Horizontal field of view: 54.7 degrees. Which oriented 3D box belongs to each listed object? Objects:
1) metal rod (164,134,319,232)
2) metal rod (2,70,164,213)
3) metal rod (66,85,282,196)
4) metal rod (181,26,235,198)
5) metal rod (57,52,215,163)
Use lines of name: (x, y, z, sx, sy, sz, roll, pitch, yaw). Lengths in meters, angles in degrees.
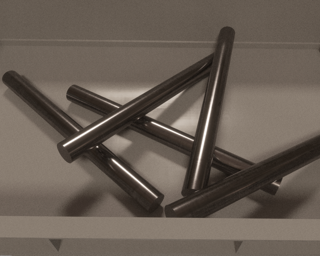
metal rod: (0.139, 0.039, 0.343, 0.302, 0.025, 0.025, -18, 52, -27)
metal rod: (-0.114, 0.004, 0.400, 0.300, 0.025, 0.025, 35, 58, 25)
metal rod: (0.004, 0.007, 0.398, 0.301, 0.025, 0.025, 24, 54, 18)
metal rod: (0.072, -0.043, 0.408, 0.025, 0.025, 0.300, 11, 51, 9)
metal rod: (-0.001, -0.044, 0.415, 0.025, 0.025, 0.302, 35, 50, 25)
